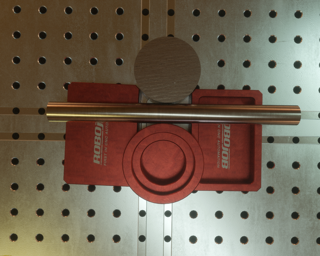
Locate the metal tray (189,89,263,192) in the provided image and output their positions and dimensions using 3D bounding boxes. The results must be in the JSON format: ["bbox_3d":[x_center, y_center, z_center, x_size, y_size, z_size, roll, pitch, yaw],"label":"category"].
[{"bbox_3d":[0.084,0.016,0.407,0.091,0.030,0.129,1,90,0],"label":"metal tray"}]

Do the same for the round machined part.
[{"bbox_3d":[0.004,0.043,0.392,0.099,0.042,0.097,0,90,0],"label":"round machined part"}]

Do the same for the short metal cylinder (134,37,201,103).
[{"bbox_3d":[0.009,-0.070,0.397,0.081,0.050,0.079,0,90,0],"label":"short metal cylinder"}]

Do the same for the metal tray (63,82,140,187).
[{"bbox_3d":[-0.074,0.008,0.405,0.091,0.030,0.129,3,90,0],"label":"metal tray"}]

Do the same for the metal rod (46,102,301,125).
[{"bbox_3d":[0.017,-0.018,0.379,0.302,0.025,0.025,1,90,-1],"label":"metal rod"}]
